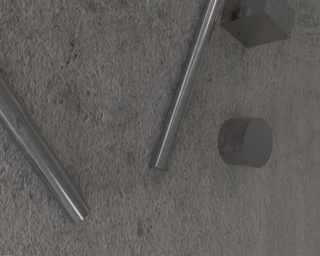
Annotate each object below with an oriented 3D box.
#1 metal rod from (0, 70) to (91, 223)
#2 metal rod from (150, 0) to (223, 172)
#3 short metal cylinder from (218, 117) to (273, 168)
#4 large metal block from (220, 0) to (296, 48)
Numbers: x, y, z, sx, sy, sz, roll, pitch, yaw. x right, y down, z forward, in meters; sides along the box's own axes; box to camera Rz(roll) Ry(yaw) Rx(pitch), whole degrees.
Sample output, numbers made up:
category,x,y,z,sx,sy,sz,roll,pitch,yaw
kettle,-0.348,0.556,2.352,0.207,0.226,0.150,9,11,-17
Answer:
category,x,y,z,sx,sy,sz,roll,pitch,yaw
metal rod,-0.148,-0.032,0.280,0.025,0.025,0.299,-40,115,-33
metal rod,0.045,-0.083,0.442,0.025,0.025,0.299,30,71,-36
short metal cylinder,0.140,0.023,0.506,0.081,0.050,0.079,0,90,-40
large metal block,0.158,-0.178,0.501,0.080,0.080,0.050,24,75,-38
